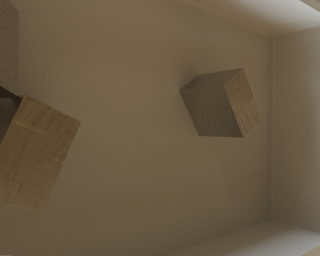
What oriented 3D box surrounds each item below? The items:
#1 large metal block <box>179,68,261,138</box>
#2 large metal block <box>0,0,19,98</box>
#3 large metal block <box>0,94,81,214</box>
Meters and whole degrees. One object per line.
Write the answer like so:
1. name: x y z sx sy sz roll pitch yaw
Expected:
1. large metal block: 0.086 -0.034 0.445 0.050 0.080 0.080 -40 115 -33
2. large metal block: -0.149 -0.070 0.228 0.050 0.080 0.080 -6 78 1
3. large metal block: -0.124 0.020 0.268 0.050 0.080 0.080 31 71 -37
